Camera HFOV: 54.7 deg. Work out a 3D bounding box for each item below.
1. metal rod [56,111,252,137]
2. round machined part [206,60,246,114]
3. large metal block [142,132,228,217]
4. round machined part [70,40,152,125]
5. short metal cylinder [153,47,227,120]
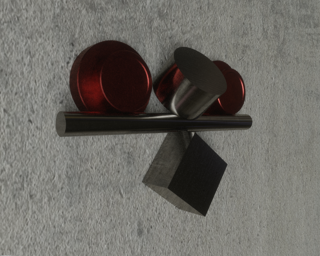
[{"bbox_3d":[0.020,-0.007,0.395,0.302,0.025,0.025,-1,91,-40],"label":"metal rod"},{"bbox_3d":[0.094,-0.054,0.473,0.099,0.042,0.097,0,90,-40],"label":"round machined part"},{"bbox_3d":[0.036,0.060,0.417,0.080,0.050,0.080,43,64,-32],"label":"large metal block"},{"bbox_3d":[-0.048,-0.051,0.354,0.099,0.042,0.097,0,90,-40],"label":"round machined part"},{"bbox_3d":[0.038,-0.057,0.397,0.080,0.050,0.080,22,43,-22],"label":"short metal cylinder"}]
